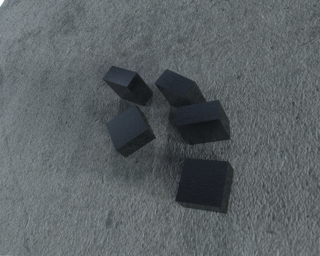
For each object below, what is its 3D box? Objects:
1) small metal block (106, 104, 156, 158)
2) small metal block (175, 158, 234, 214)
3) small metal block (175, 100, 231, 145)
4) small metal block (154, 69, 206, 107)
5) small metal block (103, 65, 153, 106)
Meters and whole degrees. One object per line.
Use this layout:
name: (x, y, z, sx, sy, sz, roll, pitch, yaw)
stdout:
small metal block: (-0.040, 0.004, 0.423, 0.050, 0.025, 0.050, -33, 51, 6)
small metal block: (0.050, 0.063, 0.339, 0.050, 0.025, 0.050, 1, 62, 28)
small metal block: (0.051, -0.005, 0.364, 0.050, 0.050, 0.025, -10, 58, 23)
small metal block: (0.028, -0.044, 0.400, 0.050, 0.050, 0.025, 32, 80, 38)
small metal block: (-0.046, -0.061, 0.449, 0.050, 0.050, 0.025, 22, 74, 36)
